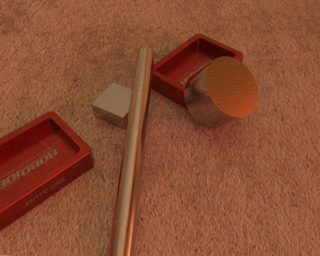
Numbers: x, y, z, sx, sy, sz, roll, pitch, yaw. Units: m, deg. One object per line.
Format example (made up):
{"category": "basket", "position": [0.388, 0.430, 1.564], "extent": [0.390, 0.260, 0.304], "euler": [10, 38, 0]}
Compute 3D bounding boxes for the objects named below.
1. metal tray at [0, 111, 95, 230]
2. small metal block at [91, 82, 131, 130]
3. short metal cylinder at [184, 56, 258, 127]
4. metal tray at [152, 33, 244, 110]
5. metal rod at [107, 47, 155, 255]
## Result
{"category": "metal tray", "position": [-0.156, 0.044, 0.360], "extent": [0.131, 0.030, 0.090], "euler": [-35, 59, -26]}
{"category": "small metal block", "position": [-0.058, -0.031, 0.429], "extent": [0.050, 0.025, 0.050], "euler": [23, 53, 18]}
{"category": "short metal cylinder", "position": [0.079, -0.045, 0.402], "extent": [0.081, 0.050, 0.080], "euler": [8, 73, -25]}
{"category": "metal tray", "position": [0.055, -0.090, 0.476], "extent": [0.090, 0.030, 0.131], "euler": [33, 57, 24]}
{"category": "metal rod", "position": [-0.030, 0.016, 0.368], "extent": [0.025, 0.025, 0.300], "euler": [3, 56, 2]}
